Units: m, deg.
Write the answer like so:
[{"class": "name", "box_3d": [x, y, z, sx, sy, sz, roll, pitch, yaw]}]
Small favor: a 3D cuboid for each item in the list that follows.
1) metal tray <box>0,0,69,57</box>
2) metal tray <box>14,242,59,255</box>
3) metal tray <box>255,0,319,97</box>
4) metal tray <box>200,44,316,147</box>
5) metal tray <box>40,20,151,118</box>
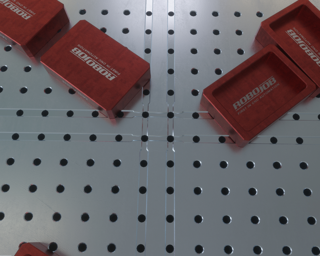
[{"class": "metal tray", "box_3d": [-0.219, -0.178, 0.473, 0.130, 0.030, 0.090, 34, 73, 11]}, {"class": "metal tray", "box_3d": [-0.117, 0.197, 0.336, 0.130, 0.030, 0.090, 28, 72, 10]}, {"class": "metal tray", "box_3d": [0.217, -0.120, 0.453, 0.090, 0.030, 0.130, -32, 73, -11]}, {"class": "metal tray", "box_3d": [0.133, -0.047, 0.426, 0.130, 0.030, 0.090, -35, 74, -12]}, {"class": "metal tray", "box_3d": [-0.090, -0.085, 0.440, 0.130, 0.030, 0.090, 36, 74, 12]}]
